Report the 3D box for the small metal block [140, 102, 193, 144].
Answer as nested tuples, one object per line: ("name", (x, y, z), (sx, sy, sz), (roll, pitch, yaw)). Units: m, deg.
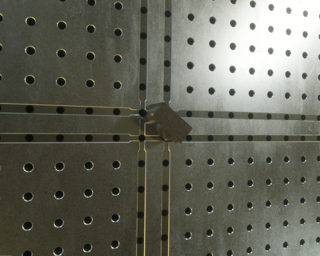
("small metal block", (0.007, -0.006, 0.403), (0.050, 0.050, 0.025), (42, 77, -16))
